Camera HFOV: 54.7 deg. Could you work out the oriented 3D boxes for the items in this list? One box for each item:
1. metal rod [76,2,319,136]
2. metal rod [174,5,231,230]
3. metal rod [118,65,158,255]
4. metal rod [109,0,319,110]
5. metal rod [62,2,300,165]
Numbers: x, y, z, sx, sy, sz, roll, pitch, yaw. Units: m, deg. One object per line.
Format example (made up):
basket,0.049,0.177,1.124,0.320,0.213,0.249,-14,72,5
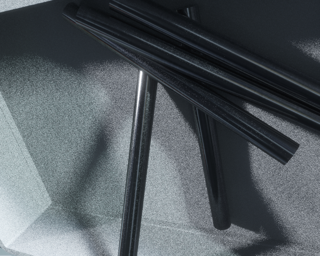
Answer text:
metal rod,0.056,-0.055,0.316,0.301,0.025,0.025,25,128,1
metal rod,0.058,0.007,0.381,0.025,0.025,0.298,1,119,27
metal rod,-0.031,0.072,0.392,0.025,0.025,0.298,10,99,22
metal rod,0.091,-0.062,0.299,0.301,0.025,0.025,26,128,2
metal rod,0.009,-0.058,0.338,0.300,0.025,0.025,35,129,15
